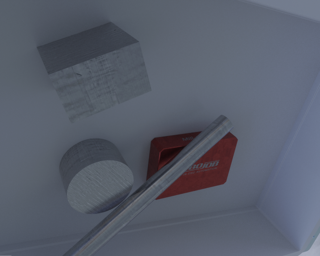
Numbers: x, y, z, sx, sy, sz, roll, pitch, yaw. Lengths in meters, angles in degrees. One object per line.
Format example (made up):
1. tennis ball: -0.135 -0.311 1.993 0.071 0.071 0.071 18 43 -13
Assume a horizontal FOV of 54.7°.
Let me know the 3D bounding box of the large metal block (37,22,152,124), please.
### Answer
1. large metal block: -0.065 -0.058 0.302 0.081 0.080 0.050 -24 128 -14

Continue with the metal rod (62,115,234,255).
1. metal rod: -0.021 0.088 0.397 0.301 0.025 0.025 -41 130 -11

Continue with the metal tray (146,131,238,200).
1. metal tray: 0.048 0.053 0.466 0.131 0.030 0.089 -7 122 -25

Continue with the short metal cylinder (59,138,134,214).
1. short metal cylinder: -0.080 0.060 0.387 0.081 0.050 0.079 -14 124 -21
